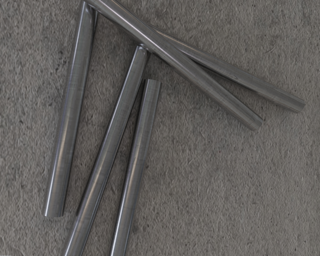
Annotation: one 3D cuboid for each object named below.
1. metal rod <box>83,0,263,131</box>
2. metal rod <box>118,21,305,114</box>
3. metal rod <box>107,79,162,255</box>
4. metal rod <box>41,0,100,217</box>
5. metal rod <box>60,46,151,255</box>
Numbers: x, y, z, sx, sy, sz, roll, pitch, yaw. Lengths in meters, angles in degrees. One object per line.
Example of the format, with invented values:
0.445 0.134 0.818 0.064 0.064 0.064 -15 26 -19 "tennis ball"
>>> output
0.028 -0.082 0.401 0.301 0.025 0.025 34 79 -24 "metal rod"
0.085 -0.085 0.439 0.302 0.025 0.025 21 83 -19 "metal rod"
-0.039 0.085 0.394 0.025 0.025 0.298 13 86 -20 "metal rod"
-0.101 -0.046 0.371 0.025 0.025 0.298 11 86 -20 "metal rod"
-0.069 0.041 0.383 0.025 0.025 0.299 20 83 -19 "metal rod"
